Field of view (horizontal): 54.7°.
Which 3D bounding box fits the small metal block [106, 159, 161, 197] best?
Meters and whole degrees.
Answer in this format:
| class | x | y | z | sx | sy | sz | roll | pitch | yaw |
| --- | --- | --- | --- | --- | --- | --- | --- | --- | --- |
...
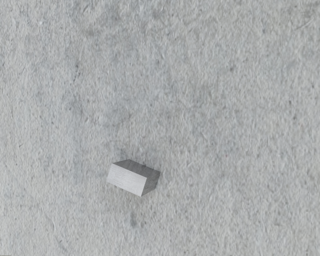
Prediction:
| class | x | y | z | sx | sy | sz | roll | pitch | yaw |
| --- | --- | --- | --- | --- | --- | --- | --- | --- | --- |
| small metal block | -0.034 | 0.064 | 0.407 | 0.050 | 0.050 | 0.025 | 20 | 97 | 18 |
